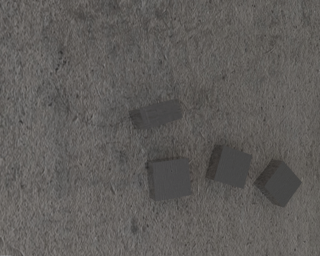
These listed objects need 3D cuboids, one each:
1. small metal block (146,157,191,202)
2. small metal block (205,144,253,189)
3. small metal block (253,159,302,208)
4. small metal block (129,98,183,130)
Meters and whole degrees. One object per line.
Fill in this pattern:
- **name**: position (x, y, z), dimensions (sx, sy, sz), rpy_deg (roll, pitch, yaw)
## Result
- **small metal block**: position (0.012, 0.067, 0.413), dimensions (0.050, 0.025, 0.050), rpy_deg (-6, 92, -20)
- **small metal block**: position (0.099, 0.055, 0.446), dimensions (0.050, 0.025, 0.050), rpy_deg (19, 84, -19)
- **small metal block**: position (0.181, 0.085, 0.476), dimensions (0.050, 0.025, 0.050), rpy_deg (46, 76, -15)
- **small metal block**: position (-0.006, -0.017, 0.393), dimensions (0.050, 0.050, 0.025), rpy_deg (-18, 96, -19)
